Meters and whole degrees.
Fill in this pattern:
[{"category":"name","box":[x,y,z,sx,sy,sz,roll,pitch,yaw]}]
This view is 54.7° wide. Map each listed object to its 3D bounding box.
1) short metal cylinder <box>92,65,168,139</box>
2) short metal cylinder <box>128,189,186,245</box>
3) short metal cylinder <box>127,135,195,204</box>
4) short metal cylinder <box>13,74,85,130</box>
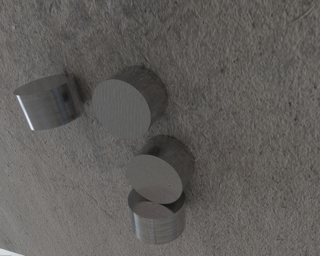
[{"category":"short metal cylinder","box":[-0.037,-0.033,0.390,0.080,0.050,0.079,13,124,21]},{"category":"short metal cylinder","box":[-0.003,0.119,0.446,0.080,0.080,0.050,10,123,23]},{"category":"short metal cylinder","box":[0.002,0.056,0.424,0.080,0.050,0.079,13,124,21]},{"category":"short metal cylinder","box":[-0.151,-0.038,0.428,0.080,0.080,0.050,2,119,27]}]
